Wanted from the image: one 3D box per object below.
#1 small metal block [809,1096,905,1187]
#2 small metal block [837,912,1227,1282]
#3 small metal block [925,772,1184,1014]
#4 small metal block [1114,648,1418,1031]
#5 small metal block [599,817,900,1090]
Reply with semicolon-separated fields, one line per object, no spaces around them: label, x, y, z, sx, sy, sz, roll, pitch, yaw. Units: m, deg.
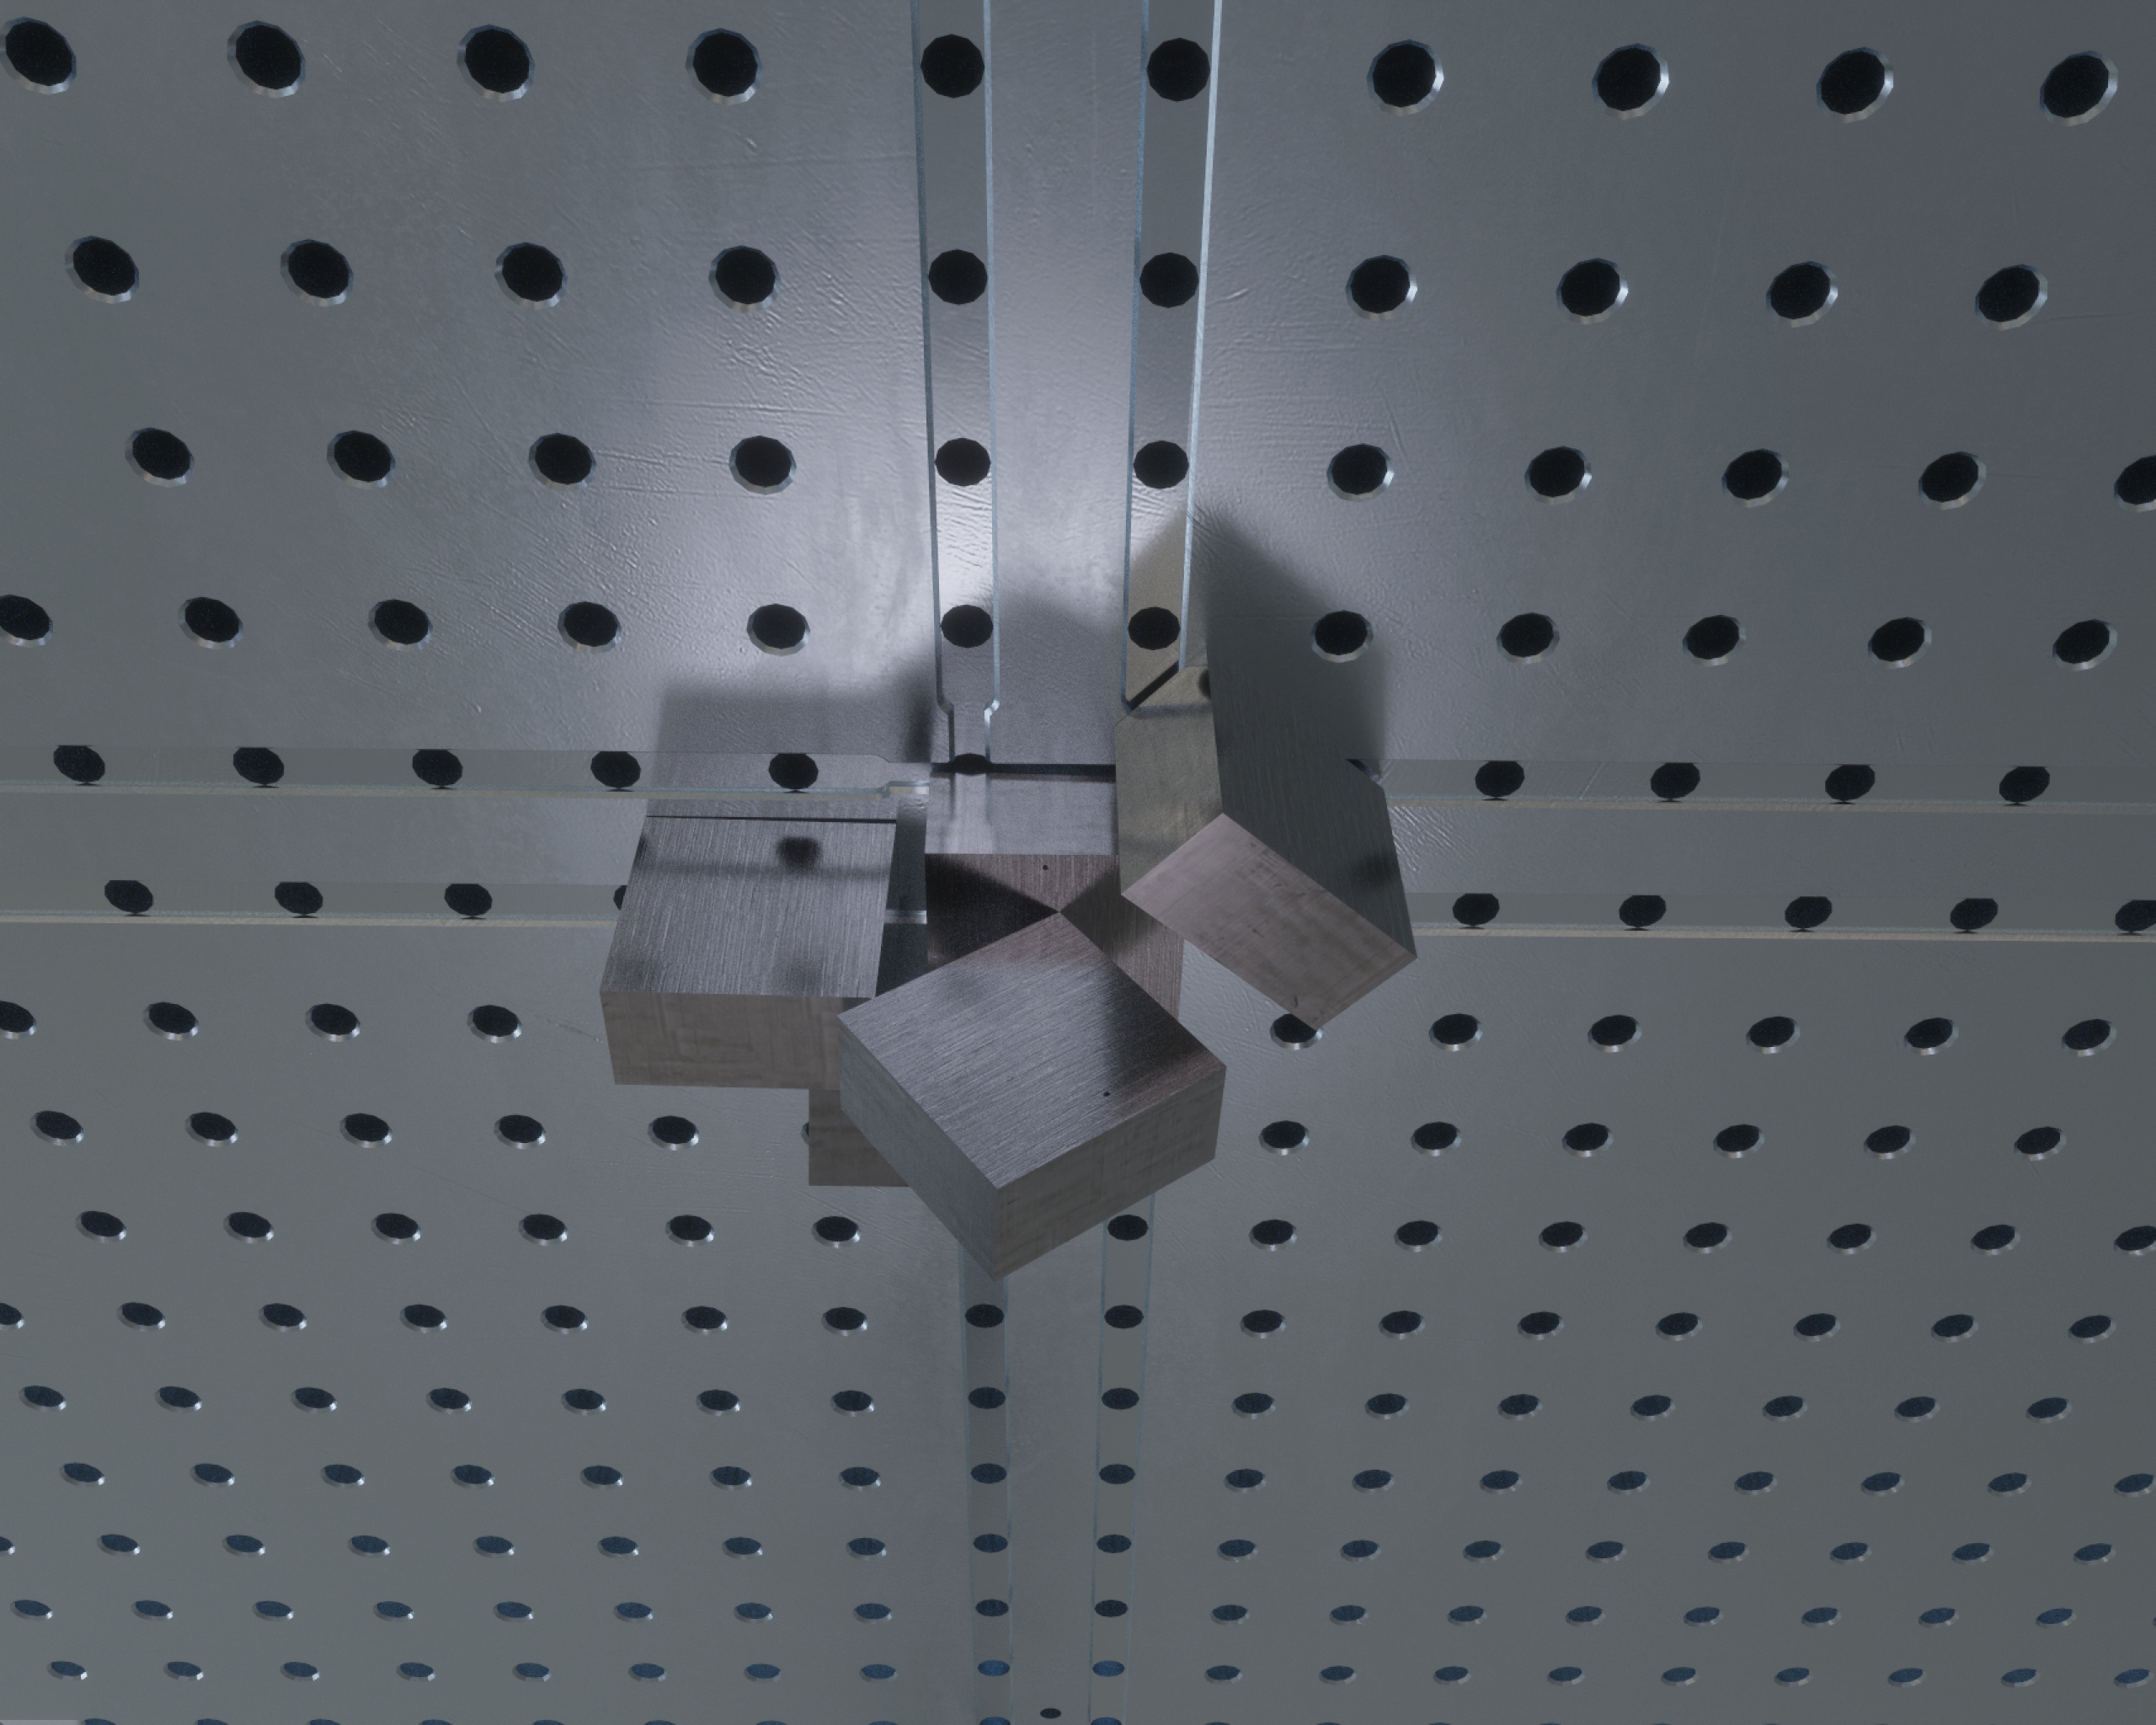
small metal block;-0.027;0.048;0.432;0.050;0.050;0.025;1;99;-1
small metal block;-0.009;0.042;0.384;0.050;0.050;0.025;-25;138;-29
small metal block;-0.004;0.009;0.419;0.050;0.025;0.050;0;130;-2
small metal block;0.034;-0.005;0.391;0.050;0.050;0.025;35;121;-26
small metal block;-0.062;0.017;0.409;0.050;0.050;0.025;2;131;-1
